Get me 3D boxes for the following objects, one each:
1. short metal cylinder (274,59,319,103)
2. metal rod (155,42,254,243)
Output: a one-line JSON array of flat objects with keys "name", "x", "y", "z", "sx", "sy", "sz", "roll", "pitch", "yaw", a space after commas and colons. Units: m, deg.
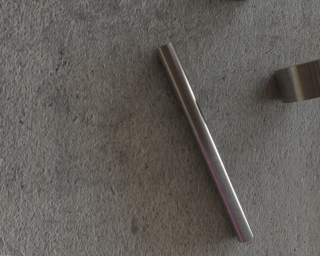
[{"name": "short metal cylinder", "x": 0.218, "y": -0.072, "z": 0.460, "sx": 0.081, "sy": 0.080, "sz": 0.050, "roll": -17, "pitch": 96, "yaw": -19}, {"name": "metal rod", "x": 0.066, "y": 0.026, "z": 0.433, "sx": 0.025, "sy": 0.025, "sz": 0.299, "roll": -27, "pitch": 99, "yaw": -18}]
